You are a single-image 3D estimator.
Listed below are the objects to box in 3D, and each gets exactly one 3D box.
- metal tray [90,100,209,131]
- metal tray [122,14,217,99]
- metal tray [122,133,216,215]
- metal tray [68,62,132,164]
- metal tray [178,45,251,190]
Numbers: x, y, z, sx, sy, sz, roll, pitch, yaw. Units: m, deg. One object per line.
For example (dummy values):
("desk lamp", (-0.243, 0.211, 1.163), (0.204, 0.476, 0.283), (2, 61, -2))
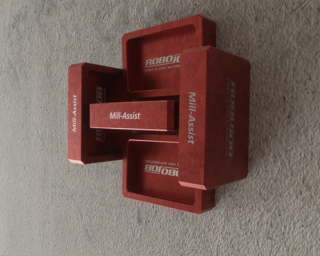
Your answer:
("metal tray", (-0.010, -0.015, 0.374), (0.130, 0.091, 0.030), (2, 93, 40))
("metal tray", (0.008, -0.084, 0.397), (0.130, 0.030, 0.089), (1, 93, 40))
("metal tray", (0.007, 0.052, 0.399), (0.130, 0.030, 0.089), (1, 90, 40))
("metal tray", (-0.081, -0.019, 0.431), (0.030, 0.091, 0.129), (2, 92, 40))
("metal tray", (0.058, -0.009, 0.316), (0.030, 0.091, 0.129), (2, 91, 40))
